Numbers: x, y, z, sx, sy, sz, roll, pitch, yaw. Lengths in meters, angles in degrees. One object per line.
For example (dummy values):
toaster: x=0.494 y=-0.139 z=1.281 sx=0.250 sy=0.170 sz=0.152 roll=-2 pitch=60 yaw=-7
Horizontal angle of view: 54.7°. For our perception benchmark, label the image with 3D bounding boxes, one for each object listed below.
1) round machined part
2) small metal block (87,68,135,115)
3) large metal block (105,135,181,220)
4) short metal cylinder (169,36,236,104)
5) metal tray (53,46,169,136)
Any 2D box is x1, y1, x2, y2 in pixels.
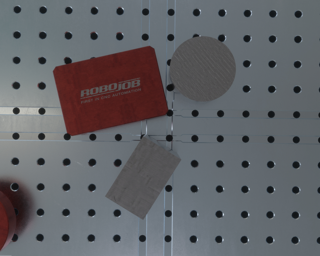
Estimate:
round machined part: x=-0.236 y=0.121 z=0.403 sx=0.099 sy=0.042 sz=0.097 roll=0 pitch=90 yaw=0
small metal block: x=-0.063 y=-0.047 z=0.413 sx=0.050 sy=0.025 sz=0.050 roll=-25 pitch=90 yaw=0
large metal block: x=-0.019 y=0.056 z=0.386 sx=0.050 sy=0.080 sz=0.080 roll=32 pitch=90 yaw=0
short metal cylinder: x=0.052 y=-0.072 z=0.401 sx=0.081 sy=0.050 sz=0.079 roll=0 pitch=90 yaw=0
metal tray: x=-0.062 y=-0.047 z=0.403 sx=0.131 sy=0.030 sz=0.089 roll=-13 pitch=90 yaw=0
